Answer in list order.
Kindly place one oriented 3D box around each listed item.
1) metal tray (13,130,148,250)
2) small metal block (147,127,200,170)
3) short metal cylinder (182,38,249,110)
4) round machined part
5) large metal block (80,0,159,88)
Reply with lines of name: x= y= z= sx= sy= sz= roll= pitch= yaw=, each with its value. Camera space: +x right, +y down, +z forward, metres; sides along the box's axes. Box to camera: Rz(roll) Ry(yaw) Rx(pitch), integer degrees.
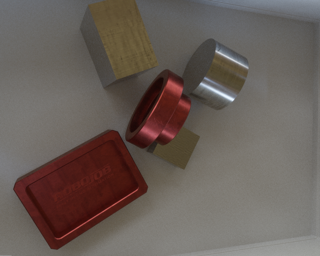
metal tray: x=-0.092 y=0.070 z=0.374 sx=0.131 sy=0.030 sz=0.090 roll=-30 pitch=100 yaw=-18
small metal block: x=0.018 y=0.022 z=0.418 sx=0.050 sy=0.025 sz=0.050 roll=30 pitch=80 yaw=-18
short metal cylinder: x=0.070 y=-0.070 z=0.408 sx=0.050 sy=0.080 sz=0.080 roll=23 pitch=82 yaw=-19
round machined part: x=0.001 y=-0.018 z=0.372 sx=0.042 sy=0.098 sz=0.098 roll=30 pitch=80 yaw=-16
large metal block: x=-0.051 y=-0.097 z=0.363 sx=0.050 sy=0.080 sz=0.080 roll=-23 pitch=98 yaw=-19
